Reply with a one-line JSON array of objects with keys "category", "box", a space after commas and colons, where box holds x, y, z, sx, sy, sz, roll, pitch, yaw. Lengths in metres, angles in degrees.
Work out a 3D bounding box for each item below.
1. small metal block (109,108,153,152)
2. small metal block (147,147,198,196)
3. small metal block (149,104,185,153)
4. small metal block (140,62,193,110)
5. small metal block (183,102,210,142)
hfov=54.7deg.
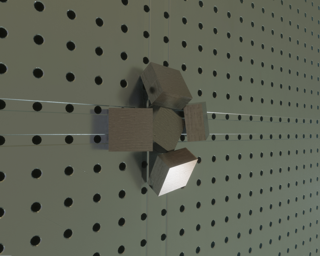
[{"category": "small metal block", "box": [-0.035, 0.002, 0.367, 0.050, 0.025, 0.050, 0, 90, -6]}, {"category": "small metal block", "box": [0.016, 0.057, 0.409, 0.050, 0.025, 0.050, -12, 133, -40]}, {"category": "small metal block", "box": [0.002, 0.001, 0.412, 0.050, 0.025, 0.050, 39, 66, -34]}, {"category": "small metal block", "box": [0.008, -0.054, 0.401, 0.050, 0.025, 0.050, 8, 49, -40]}, {"category": "small metal block", "box": [0.053, -0.010, 0.440, 0.050, 0.025, 0.050, -29, 112, -74]}]
